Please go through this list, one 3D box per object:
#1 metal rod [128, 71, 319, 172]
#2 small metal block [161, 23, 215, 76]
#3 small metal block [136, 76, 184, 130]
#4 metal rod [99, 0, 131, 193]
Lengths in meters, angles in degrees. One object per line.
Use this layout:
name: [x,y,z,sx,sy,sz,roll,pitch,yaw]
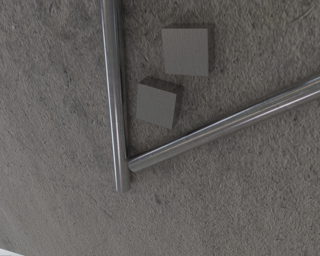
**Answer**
metal rod: [0.069,0.001,0.370,0.299,0.025,0.025,-26,104,37]
small metal block: [0.032,-0.086,0.337,0.050,0.025,0.050,8,122,24]
small metal block: [-0.001,-0.032,0.388,0.050,0.025,0.050,18,126,17]
metal rod: [-0.057,-0.031,0.417,0.025,0.025,0.298,14,124,20]
